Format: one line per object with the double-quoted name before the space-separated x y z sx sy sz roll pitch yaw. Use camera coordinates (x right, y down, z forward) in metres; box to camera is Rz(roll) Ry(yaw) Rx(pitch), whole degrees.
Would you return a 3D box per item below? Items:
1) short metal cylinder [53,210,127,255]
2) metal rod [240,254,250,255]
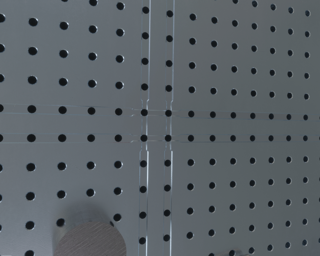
"short metal cylinder" -0.085 0.144 0.368 0.081 0.050 0.080 0 90 -20
"metal rod" -0.007 0.220 0.410 0.302 0.025 0.025 -8 93 -20
